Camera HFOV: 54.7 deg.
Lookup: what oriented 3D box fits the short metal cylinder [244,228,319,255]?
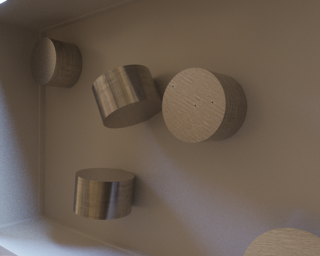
[{"bbox_3d":[0.116,0.135,0.267,0.080,0.050,0.080,-16,40,14],"label":"short metal cylinder"}]

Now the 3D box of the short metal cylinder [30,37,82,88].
[{"bbox_3d":[-0.180,-0.111,0.536,0.080,0.050,0.079,0,90,39],"label":"short metal cylinder"}]

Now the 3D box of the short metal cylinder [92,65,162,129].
[{"bbox_3d":[-0.042,-0.039,0.404,0.080,0.081,0.050,-32,70,35],"label":"short metal cylinder"}]

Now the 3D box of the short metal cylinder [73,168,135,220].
[{"bbox_3d":[-0.078,0.089,0.433,0.080,0.081,0.050,9,96,39],"label":"short metal cylinder"}]

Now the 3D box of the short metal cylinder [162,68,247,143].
[{"bbox_3d":[0.050,-0.024,0.348,0.080,0.050,0.079,0,90,39],"label":"short metal cylinder"}]
